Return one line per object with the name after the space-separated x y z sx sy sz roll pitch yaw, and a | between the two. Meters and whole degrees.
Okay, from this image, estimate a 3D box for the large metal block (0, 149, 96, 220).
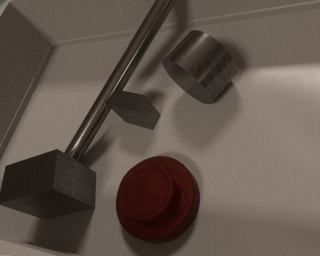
-0.139 0.075 0.395 0.080 0.080 0.050 -18 55 18 | large metal block

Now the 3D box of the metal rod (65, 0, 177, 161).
-0.060 -0.064 0.432 0.025 0.025 0.299 33 93 38 | metal rod

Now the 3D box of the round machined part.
-0.008 0.076 0.351 0.098 0.042 0.098 -13 56 20 | round machined part

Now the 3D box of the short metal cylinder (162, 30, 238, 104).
0.050 -0.075 0.390 0.050 0.080 0.080 -48 52 -6 | short metal cylinder

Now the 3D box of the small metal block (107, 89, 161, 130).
-0.035 -0.025 0.422 0.050 0.050 0.025 15 70 34 | small metal block
